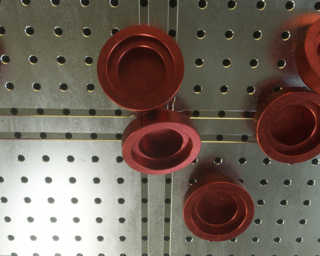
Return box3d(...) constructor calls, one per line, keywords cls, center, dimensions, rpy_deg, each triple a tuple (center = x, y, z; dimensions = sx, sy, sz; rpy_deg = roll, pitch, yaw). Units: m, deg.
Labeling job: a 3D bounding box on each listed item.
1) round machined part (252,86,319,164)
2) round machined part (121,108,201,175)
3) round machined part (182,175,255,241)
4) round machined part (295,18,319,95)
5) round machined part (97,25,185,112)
box3d(cls="round machined part", center=(0.169, -0.006, 0.402), dimensions=(0.099, 0.042, 0.097), rpy_deg=(0, 111, 0))
box3d(cls="round machined part", center=(0.000, 0.013, 0.396), dimensions=(0.099, 0.042, 0.097), rpy_deg=(-6, 134, -6))
box3d(cls="round machined part", center=(0.081, 0.110, 0.445), dimensions=(0.099, 0.042, 0.097), rpy_deg=(0, 110, 0))
box3d(cls="round machined part", center=(0.202, -0.078, 0.361), dimensions=(0.099, 0.042, 0.098), rpy_deg=(2, 76, -9))
box3d(cls="round machined part", center=(-0.021, -0.067, 0.367), dimensions=(0.099, 0.042, 0.098), rpy_deg=(0, 86, 1))
